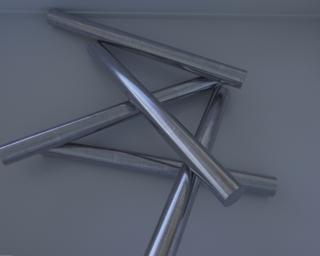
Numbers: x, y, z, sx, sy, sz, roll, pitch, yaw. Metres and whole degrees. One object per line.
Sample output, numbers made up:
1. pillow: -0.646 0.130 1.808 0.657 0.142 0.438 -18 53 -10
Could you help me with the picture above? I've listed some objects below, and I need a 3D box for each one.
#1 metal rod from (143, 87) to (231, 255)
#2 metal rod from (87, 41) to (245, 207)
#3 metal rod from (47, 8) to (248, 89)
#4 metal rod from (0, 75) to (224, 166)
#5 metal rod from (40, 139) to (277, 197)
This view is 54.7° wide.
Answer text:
1. metal rod: 0.033 0.046 0.324 0.025 0.025 0.301 22 45 8
2. metal rod: -0.015 -0.028 0.363 0.025 0.025 0.300 -33 52 -11
3. metal rod: -0.028 -0.115 0.434 0.301 0.025 0.025 22 71 14
4. metal rod: -0.048 -0.020 0.399 0.302 0.025 0.025 -21 71 -14
5. metal rod: -0.008 0.047 0.392 0.302 0.025 0.025 10 70 3
